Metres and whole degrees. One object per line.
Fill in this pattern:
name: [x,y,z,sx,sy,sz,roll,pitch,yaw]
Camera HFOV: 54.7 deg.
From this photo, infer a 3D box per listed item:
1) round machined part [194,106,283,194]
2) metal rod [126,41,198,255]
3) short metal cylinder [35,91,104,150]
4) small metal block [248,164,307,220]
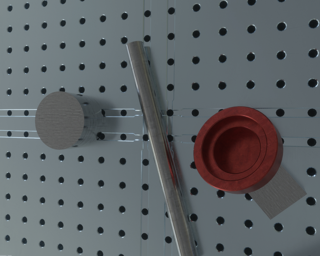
round machined part: [0.092,0.028,0.358,0.098,0.042,0.098,-15,62,31]
metal rod: [0.002,0.030,0.411,0.025,0.025,0.298,-16,85,19]
short metal cylinder: [-0.129,-0.010,0.445,0.080,0.050,0.079,0,90,20]
small metal block: [0.134,0.070,0.365,0.050,0.025,0.050,-42,77,15]
